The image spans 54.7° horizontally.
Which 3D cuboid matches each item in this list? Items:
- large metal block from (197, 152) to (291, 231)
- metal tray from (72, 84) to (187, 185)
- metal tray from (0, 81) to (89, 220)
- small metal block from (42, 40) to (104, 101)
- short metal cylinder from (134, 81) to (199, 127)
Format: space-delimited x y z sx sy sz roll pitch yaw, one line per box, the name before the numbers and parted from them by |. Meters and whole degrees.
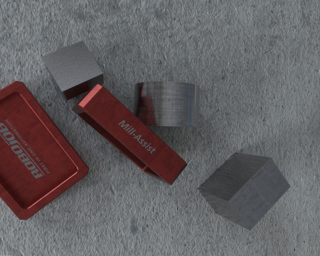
large metal block | 0.111 0.081 0.421 0.080 0.080 0.050 -40 103 -15
metal tray | -0.039 0.009 0.360 0.130 0.090 0.030 43 77 -15
metal tray | -0.155 0.025 0.349 0.090 0.030 0.130 -38 102 -16
small metal block | -0.101 -0.067 0.362 0.050 0.025 0.050 -29 76 -18
short metal cylinder | 0.008 -0.027 0.383 0.081 0.080 0.050 2 90 -20
